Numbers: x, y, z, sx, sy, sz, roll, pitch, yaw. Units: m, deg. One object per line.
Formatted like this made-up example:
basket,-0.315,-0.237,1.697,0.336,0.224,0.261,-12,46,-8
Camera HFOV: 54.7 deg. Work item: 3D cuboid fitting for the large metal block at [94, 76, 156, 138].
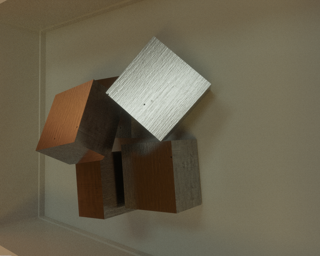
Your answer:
large metal block,-0.051,-0.027,0.428,0.080,0.050,0.079,-1,89,39

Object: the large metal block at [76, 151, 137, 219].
large metal block,-0.063,0.072,0.419,0.050,0.081,0.080,-8,85,39

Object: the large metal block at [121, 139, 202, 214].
large metal block,0.001,0.057,0.383,0.080,0.050,0.080,-7,86,39

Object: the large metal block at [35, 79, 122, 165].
large metal block,-0.098,-0.004,0.382,0.080,0.050,0.080,-12,57,39

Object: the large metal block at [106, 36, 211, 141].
large metal block,0.001,-0.042,0.353,0.080,0.050,0.080,42,95,6
